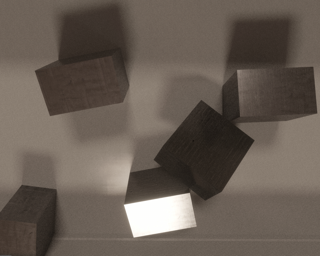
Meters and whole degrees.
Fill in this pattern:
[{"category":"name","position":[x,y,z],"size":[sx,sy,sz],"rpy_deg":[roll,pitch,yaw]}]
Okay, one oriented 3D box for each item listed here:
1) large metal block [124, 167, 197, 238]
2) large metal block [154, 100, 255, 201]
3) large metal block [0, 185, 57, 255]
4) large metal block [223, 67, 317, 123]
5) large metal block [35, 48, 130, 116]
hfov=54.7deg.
[{"category":"large metal block","position":[0.001,0.094,0.416],"size":[0.080,0.080,0.050],"rpy_deg":[-11,110,4]},{"category":"large metal block","position":[0.053,0.027,0.376],"size":[0.080,0.050,0.080],"rpy_deg":[38,62,5]},{"category":"large metal block","position":[-0.183,0.137,0.430],"size":[0.050,0.080,0.079],"rpy_deg":[8,110,-4]},{"category":"large metal block","position":[0.123,-0.035,0.364],"size":[0.081,0.080,0.050],"rpy_deg":[-2,86,0]},{"category":"large metal block","position":[-0.084,-0.057,0.360],"size":[0.080,0.080,0.050],"rpy_deg":[-10,110,3]}]
